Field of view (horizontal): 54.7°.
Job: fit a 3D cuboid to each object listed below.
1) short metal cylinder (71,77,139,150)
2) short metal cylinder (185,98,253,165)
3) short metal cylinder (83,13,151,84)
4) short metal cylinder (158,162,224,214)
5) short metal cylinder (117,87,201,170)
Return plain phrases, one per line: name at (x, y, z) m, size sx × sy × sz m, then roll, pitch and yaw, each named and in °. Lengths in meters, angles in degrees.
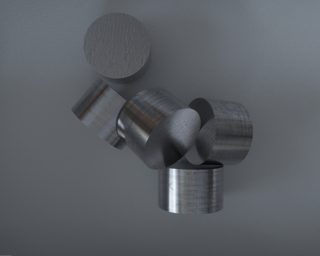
short metal cylinder at (-0.061, -0.018, 0.383) m, size 0.080 × 0.080 × 0.050 m, roll 40°, pitch 90°, yaw 0°
short metal cylinder at (0.066, 0.005, 0.378) m, size 0.050 × 0.080 × 0.080 m, roll 4°, pitch 90°, yaw -24°
short metal cylinder at (-0.052, -0.100, 0.398) m, size 0.081 × 0.050 × 0.080 m, roll 0°, pitch 90°, yaw 0°
short metal cylinder at (0.038, 0.071, 0.384) m, size 0.081 × 0.080 × 0.050 m, roll 0°, pitch 90°, yaw 0°
short metal cylinder at (-0.001, 0.000, 0.352) m, size 0.080 × 0.080 × 0.050 m, roll -49°, pitch 54°, yaw 0°
